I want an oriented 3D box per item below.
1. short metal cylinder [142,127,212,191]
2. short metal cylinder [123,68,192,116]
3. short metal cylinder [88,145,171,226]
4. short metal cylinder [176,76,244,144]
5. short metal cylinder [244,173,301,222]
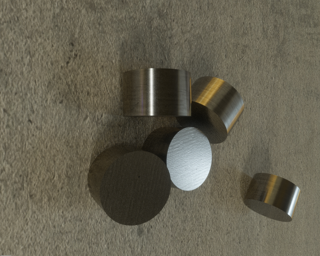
[{"bbox_3d":[0.022,0.038,0.407,0.081,0.050,0.080,0,90,-40],"label":"short metal cylinder"},{"bbox_3d":[-0.003,-0.039,0.366,0.081,0.080,0.050,-1,91,-40],"label":"short metal cylinder"},{"bbox_3d":[-0.035,0.061,0.348,0.081,0.050,0.079,-3,96,-26],"label":"short metal cylinder"},{"bbox_3d":[0.067,-0.024,0.425,0.050,0.080,0.080,-52,121,-27],"label":"short metal cylinder"},{"bbox_3d":[0.191,0.119,0.529,0.080,0.080,0.050,42,64,-32],"label":"short metal cylinder"}]
